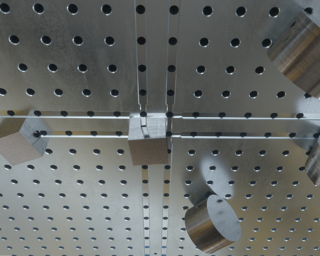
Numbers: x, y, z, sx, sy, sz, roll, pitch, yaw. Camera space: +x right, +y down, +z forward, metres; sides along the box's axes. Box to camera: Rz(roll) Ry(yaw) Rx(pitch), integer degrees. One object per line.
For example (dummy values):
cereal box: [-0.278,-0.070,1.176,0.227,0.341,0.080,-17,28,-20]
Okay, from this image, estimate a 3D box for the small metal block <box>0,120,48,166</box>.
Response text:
small metal block: [-0.195,0.021,0.428,0.050,0.025,0.050,-17,128,14]

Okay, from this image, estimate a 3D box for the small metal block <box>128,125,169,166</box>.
small metal block: [-0.015,0.025,0.433,0.050,0.025,0.050,-4,130,3]

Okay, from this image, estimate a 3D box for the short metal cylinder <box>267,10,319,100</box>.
short metal cylinder: [0.158,-0.074,0.314,0.080,0.080,0.050,24,126,-19]

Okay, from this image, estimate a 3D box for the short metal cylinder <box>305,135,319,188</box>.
short metal cylinder: [0.246,0.046,0.417,0.081,0.080,0.050,3,130,-2]

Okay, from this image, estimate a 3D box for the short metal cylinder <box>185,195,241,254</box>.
short metal cylinder: [0.087,0.158,0.511,0.080,0.080,0.050,34,122,-25]
